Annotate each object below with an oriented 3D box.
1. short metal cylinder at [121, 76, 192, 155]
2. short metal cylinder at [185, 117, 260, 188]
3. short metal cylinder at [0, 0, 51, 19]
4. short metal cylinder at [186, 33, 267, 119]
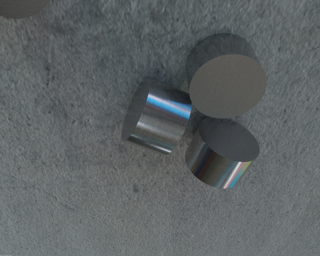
[{"bbox_3d":[-0.006,-0.014,0.359,0.050,0.080,0.079,21,127,-17],"label":"short metal cylinder"},{"bbox_3d":[0.079,0.030,0.398,0.081,0.080,0.050,13,129,-11],"label":"short metal cylinder"},{"bbox_3d":[-0.126,-0.143,0.267,0.081,0.050,0.079,0,130,0],"label":"short metal cylinder"},{"bbox_3d":[0.071,-0.057,0.343,0.081,0.050,0.079,0,130,0],"label":"short metal cylinder"}]
